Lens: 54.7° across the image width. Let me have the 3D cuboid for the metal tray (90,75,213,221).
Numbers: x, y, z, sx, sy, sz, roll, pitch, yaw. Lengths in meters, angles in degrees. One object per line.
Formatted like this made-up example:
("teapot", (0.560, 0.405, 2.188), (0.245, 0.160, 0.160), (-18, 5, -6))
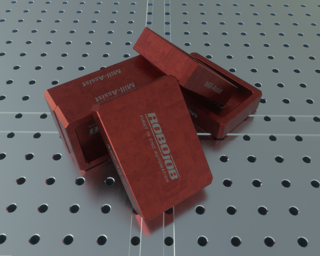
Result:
("metal tray", (-0.006, 0.019, 0.331), (0.091, 0.129, 0.030), (-26, 13, -20))

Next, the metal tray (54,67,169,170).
("metal tray", (-0.049, -0.011, 0.372), (0.131, 0.089, 0.030), (-26, 55, -21))

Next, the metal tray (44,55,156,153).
("metal tray", (-0.066, -0.029, 0.388), (0.131, 0.089, 0.030), (-26, 55, -21))

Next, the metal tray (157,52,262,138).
("metal tray", (0.066, -0.052, 0.447), (0.091, 0.030, 0.130), (-36, 59, -27))

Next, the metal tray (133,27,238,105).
("metal tray", (0.037, -0.076, 0.398), (0.090, 0.030, 0.131), (43, 17, 29))
